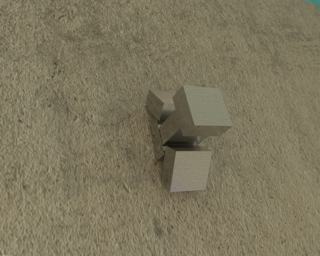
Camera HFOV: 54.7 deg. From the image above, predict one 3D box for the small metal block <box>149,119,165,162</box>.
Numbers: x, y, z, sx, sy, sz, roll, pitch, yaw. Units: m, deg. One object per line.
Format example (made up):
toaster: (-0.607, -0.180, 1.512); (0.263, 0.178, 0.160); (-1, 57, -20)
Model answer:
small metal block: (0.018, 0.017, 0.407); (0.050, 0.025, 0.050); (2, 61, -27)

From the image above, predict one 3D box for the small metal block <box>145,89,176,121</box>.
small metal block: (0.015, -0.030, 0.417); (0.050, 0.025, 0.050); (2, 25, -27)

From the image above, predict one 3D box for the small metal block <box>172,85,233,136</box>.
small metal block: (0.047, -0.019, 0.347); (0.050, 0.025, 0.050); (1, 61, -28)

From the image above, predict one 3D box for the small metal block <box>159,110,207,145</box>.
small metal block: (0.034, -0.001, 0.377); (0.050, 0.050, 0.025); (2, 61, -28)

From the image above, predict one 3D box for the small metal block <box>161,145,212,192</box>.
small metal block: (0.032, 0.049, 0.378); (0.050, 0.025, 0.050); (2, 101, -28)
